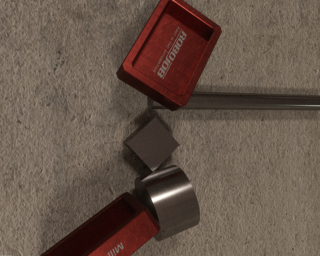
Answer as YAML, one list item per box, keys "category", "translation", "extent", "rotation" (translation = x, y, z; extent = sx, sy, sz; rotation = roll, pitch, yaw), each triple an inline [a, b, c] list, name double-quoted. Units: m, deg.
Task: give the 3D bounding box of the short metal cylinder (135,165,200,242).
- category: "short metal cylinder"
  translation: [0.007, 0.092, 0.384]
  extent: [0.050, 0.080, 0.080]
  rotation: [-17, 96, -20]

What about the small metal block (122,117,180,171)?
- category: "small metal block"
  translation: [-0.012, 0.021, 0.406]
  extent: [0.050, 0.025, 0.050]
  rotation: [-44, 104, -15]

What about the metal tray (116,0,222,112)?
- category: "metal tray"
  translation: [0.015, -0.098, 0.396]
  extent: [0.090, 0.030, 0.130]
  rotation: [31, 70, -12]

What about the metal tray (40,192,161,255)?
- category: "metal tray"
  translation: [-0.072, 0.131, 0.348]
  extent: [0.131, 0.090, 0.030]
  rotation: [-35, 102, -17]

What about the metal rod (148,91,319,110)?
- category: "metal rod"
  translation: [0.129, -0.039, 0.458]
  extent: [0.303, 0.025, 0.025]
  rotation: [-1, 91, -21]
